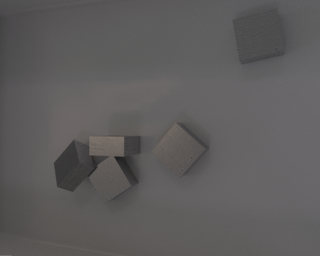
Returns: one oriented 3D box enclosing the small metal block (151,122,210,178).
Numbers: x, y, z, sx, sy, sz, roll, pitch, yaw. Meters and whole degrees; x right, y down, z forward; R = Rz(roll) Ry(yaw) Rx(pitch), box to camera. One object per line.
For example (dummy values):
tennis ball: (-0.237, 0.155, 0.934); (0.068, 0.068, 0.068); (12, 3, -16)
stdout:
small metal block: (0.027, 0.028, 0.401); (0.050, 0.025, 0.050); (43, 103, 15)

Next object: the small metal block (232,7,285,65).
small metal block: (0.117, -0.108, 0.369); (0.050, 0.025, 0.050); (-10, 87, 19)

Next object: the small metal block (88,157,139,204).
small metal block: (-0.066, 0.070, 0.434); (0.050, 0.025, 0.050); (-35, 79, 16)

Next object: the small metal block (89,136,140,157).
small metal block: (-0.060, 0.023, 0.418); (0.050, 0.050, 0.025); (0, 90, 20)

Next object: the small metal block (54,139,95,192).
small metal block: (-0.123, 0.053, 0.441); (0.050, 0.025, 0.050); (-47, 40, 14)
